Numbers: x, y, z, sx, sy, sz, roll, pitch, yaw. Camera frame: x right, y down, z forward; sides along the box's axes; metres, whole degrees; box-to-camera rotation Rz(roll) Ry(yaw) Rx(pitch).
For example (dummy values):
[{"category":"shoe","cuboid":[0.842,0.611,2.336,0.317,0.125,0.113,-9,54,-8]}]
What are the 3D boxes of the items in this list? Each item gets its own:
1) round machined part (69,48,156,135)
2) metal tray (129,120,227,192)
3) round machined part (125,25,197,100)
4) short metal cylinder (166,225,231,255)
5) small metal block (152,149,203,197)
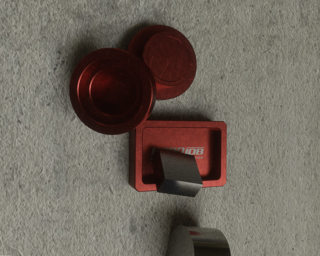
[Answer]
[{"category":"round machined part","cuboid":[-0.052,-0.043,0.366,0.098,0.042,0.097,2,99,11]},{"category":"metal tray","cuboid":[0.026,0.035,0.416,0.131,0.030,0.089,1,90,-21]},{"category":"round machined part","cuboid":[0.004,-0.086,0.402,0.099,0.042,0.097,0,90,-21]},{"category":"short metal cylinder","cuboid":[0.047,0.169,0.399,0.050,0.080,0.080,12,86,-20]},{"category":"small metal block","cuboid":[0.021,0.056,0.389,0.050,0.050,0.025,12,127,-20]}]
